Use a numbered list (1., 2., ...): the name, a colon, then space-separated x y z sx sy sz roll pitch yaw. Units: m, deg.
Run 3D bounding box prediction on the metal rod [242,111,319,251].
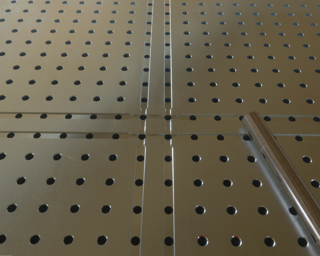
1. metal rod: 0.164 0.097 0.328 0.025 0.025 0.300 -12 51 -10
